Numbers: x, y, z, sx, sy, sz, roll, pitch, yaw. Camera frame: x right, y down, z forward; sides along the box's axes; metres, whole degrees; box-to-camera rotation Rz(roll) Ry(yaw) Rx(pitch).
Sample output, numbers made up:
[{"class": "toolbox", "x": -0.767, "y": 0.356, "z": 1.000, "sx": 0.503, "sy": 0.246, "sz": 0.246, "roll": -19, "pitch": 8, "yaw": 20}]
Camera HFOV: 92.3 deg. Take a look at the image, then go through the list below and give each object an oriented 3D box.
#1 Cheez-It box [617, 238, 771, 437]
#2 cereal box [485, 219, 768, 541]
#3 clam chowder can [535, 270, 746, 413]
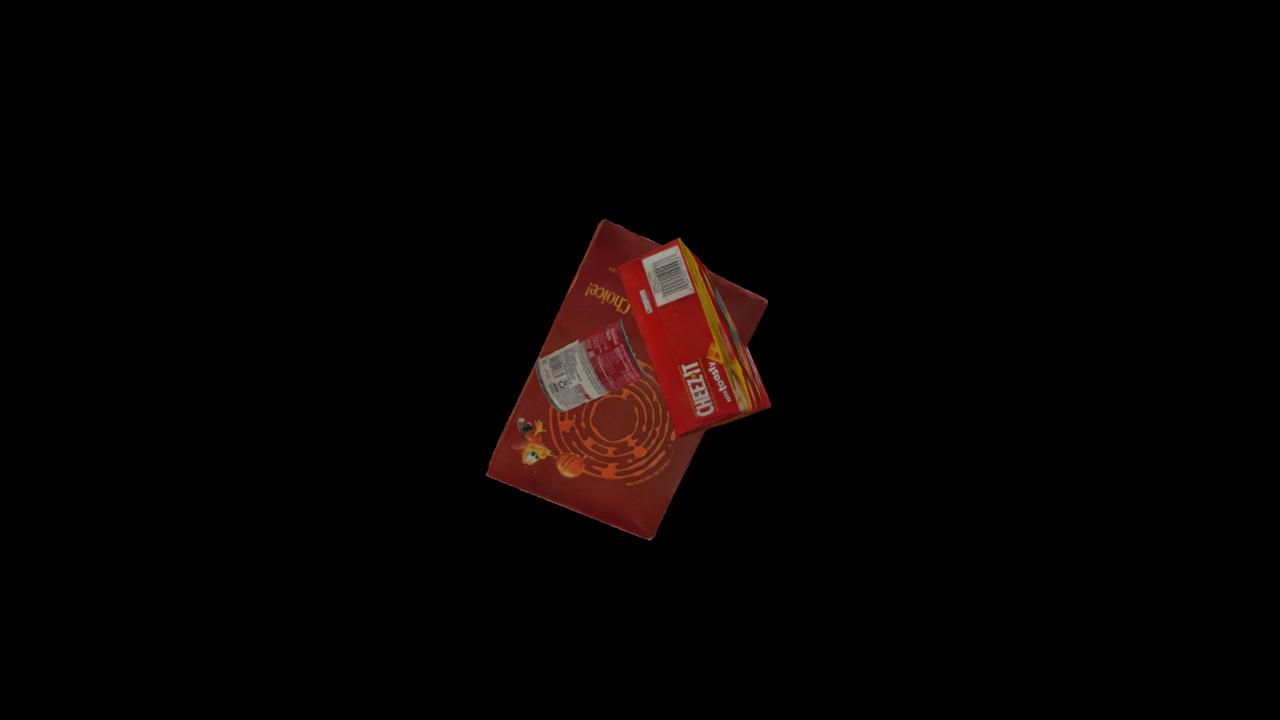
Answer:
[{"class": "Cheez-It box", "x": 0.065, "y": -0.016, "z": 0.633, "sx": 0.071, "sy": 0.166, "sz": 0.223, "roll": -22, "pitch": -9, "yaw": 16}, {"class": "cereal box", "x": -0.017, "y": 0.025, "z": 0.690, "sx": 0.203, "sy": 0.306, "sz": 0.081, "roll": 24, "pitch": 6, "yaw": -11}, {"class": "clam chowder can", "x": -0.050, "y": 0.007, "z": 0.649, "sx": 0.102, "sy": 0.068, "sz": 0.068, "roll": -24, "pitch": -3, "yaw": 8}]
